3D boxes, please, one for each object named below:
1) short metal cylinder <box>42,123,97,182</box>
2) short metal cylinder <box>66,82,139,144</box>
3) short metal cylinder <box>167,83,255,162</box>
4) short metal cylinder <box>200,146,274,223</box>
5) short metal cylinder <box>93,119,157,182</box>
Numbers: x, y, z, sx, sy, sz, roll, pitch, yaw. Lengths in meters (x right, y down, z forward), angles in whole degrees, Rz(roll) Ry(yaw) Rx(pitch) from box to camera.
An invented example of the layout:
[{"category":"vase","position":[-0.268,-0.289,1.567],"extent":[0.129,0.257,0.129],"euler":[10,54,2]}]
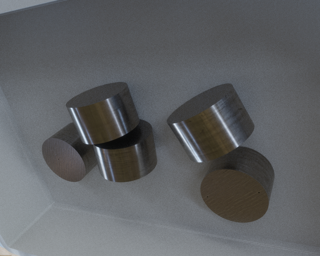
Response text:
[{"category":"short metal cylinder","position":[-0.136,0.038,0.488],"extent":[0.080,0.050,0.079],"euler":[13,124,21]},{"category":"short metal cylinder","position":[-0.072,-0.021,0.399],"extent":[0.080,0.080,0.050],"euler":[-4,117,30]},{"category":"short metal cylinder","position":[0.055,-0.007,0.340],"extent":[0.080,0.080,0.050],"euler":[-22,106,36]},{"category":"short metal cylinder","position":[0.097,0.069,0.384],"extent":[0.080,0.050,0.079],"euler":[13,124,21]},{"category":"short metal cylinder","position":[-0.047,0.028,0.415],"extent":[0.080,0.080,0.050],"euler":[6,121,25]}]
